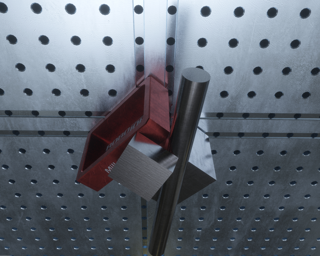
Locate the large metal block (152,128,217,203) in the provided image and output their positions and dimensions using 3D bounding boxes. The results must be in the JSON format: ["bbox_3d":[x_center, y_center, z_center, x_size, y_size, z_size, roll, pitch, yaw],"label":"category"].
[{"bbox_3d":[0.022,0.047,0.412,0.050,0.080,0.080,36,121,-27],"label":"large metal block"}]

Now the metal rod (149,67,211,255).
[{"bbox_3d":[0.013,0.066,0.363,0.025,0.025,0.298,5,130,-5],"label":"metal rod"}]

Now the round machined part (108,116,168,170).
[{"bbox_3d":[-0.022,0.027,0.392,0.042,0.098,0.098,35,122,-26],"label":"round machined part"}]

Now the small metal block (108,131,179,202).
[{"bbox_3d":[-0.017,0.040,0.317,0.050,0.025,0.050,33,123,-3],"label":"small metal block"}]

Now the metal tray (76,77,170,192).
[{"bbox_3d":[-0.045,0.008,0.375,0.030,0.090,0.130,36,121,-27],"label":"metal tray"}]
